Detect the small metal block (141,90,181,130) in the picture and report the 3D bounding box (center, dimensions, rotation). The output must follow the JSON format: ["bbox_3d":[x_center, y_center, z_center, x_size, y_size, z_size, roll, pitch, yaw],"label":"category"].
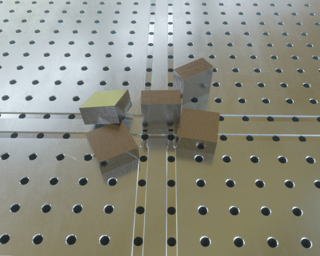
[{"bbox_3d":[0.001,-0.023,0.411,0.050,0.050,0.025,-1,50,-1],"label":"small metal block"}]

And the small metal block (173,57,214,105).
[{"bbox_3d":[0.047,-0.067,0.448,0.050,0.050,0.025,-26,55,-20],"label":"small metal block"}]

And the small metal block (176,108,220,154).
[{"bbox_3d":[0.050,0.003,0.405,0.050,0.025,0.050,9,51,7],"label":"small metal block"}]

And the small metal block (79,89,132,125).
[{"bbox_3d":[-0.071,-0.029,0.415,0.050,0.025,0.050,-2,30,17],"label":"small metal block"}]

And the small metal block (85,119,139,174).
[{"bbox_3d":[-0.060,0.023,0.389,0.050,0.025,0.050,-22,53,-17],"label":"small metal block"}]
